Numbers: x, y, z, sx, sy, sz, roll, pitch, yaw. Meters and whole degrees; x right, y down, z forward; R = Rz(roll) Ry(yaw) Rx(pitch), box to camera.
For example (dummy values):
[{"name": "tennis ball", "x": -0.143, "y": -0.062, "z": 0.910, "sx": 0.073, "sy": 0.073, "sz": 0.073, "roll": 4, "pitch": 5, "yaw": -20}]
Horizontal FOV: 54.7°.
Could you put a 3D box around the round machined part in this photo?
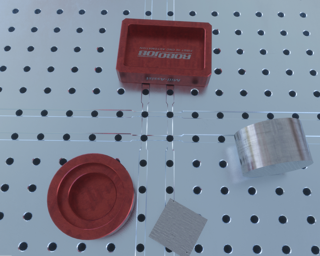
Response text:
[{"name": "round machined part", "x": -0.079, "y": 0.083, "z": 0.372, "sx": 0.099, "sy": 0.042, "sz": 0.098, "roll": 0, "pitch": 70, "yaw": 0}]

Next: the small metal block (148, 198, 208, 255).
[{"name": "small metal block", "x": 0.021, "y": 0.119, "z": 0.368, "sx": 0.050, "sy": 0.025, "sz": 0.050, "roll": 29, "pitch": 72, "yaw": 10}]

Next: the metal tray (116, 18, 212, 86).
[{"name": "metal tray", "x": 0.007, "y": -0.110, "z": 0.449, "sx": 0.131, "sy": 0.030, "sz": 0.090, "roll": 3, "pitch": 70, "yaw": 1}]

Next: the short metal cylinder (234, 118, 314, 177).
[{"name": "short metal cylinder", "x": 0.135, "y": 0.026, "z": 0.374, "sx": 0.081, "sy": 0.080, "sz": 0.050, "roll": -7, "pitch": 70, "yaw": -3}]
